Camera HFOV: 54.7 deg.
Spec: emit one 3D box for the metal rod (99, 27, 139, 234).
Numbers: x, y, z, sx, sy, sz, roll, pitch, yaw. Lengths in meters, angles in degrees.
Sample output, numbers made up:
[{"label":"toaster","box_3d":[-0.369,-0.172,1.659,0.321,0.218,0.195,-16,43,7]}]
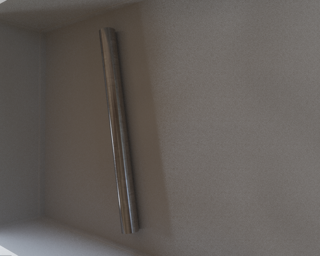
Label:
[{"label":"metal rod","box_3d":[-0.061,0.000,0.454,0.025,0.025,0.298,-12,82,39]}]
